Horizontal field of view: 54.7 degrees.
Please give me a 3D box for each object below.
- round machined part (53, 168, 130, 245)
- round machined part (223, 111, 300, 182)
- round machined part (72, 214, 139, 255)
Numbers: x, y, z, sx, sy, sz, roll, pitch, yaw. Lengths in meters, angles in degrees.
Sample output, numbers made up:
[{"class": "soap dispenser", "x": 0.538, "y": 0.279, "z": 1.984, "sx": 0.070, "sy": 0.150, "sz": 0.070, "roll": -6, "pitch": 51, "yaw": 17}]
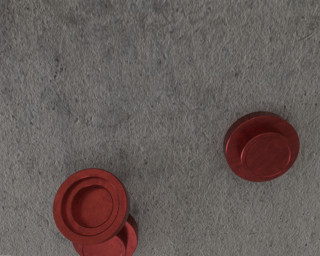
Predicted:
[{"class": "round machined part", "x": -0.089, "y": 0.107, "z": 0.422, "sx": 0.099, "sy": 0.042, "sz": 0.098, "roll": -1, "pitch": 71, "yaw": 4}, {"class": "round machined part", "x": 0.137, "y": 0.030, "z": 0.413, "sx": 0.099, "sy": 0.042, "sz": 0.097, "roll": 0, "pitch": 110, "yaw": 0}, {"class": "round machined part", "x": -0.082, "y": 0.168, "z": 0.462, "sx": 0.099, "sy": 0.042, "sz": 0.097, "roll": 0, "pitch": 110, "yaw": 0}]
